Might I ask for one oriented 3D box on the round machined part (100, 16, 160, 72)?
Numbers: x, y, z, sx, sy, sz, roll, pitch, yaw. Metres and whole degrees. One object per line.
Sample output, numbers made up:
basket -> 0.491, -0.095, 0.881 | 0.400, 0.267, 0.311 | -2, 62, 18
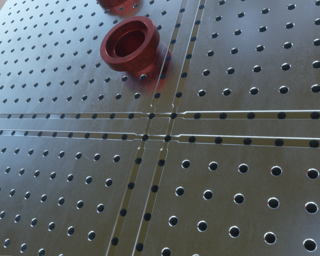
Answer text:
round machined part -> -0.044, -0.130, 0.502 | 0.098, 0.042, 0.098 | -13, 56, 21

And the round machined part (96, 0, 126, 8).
round machined part -> -0.096, -0.296, 0.631 | 0.098, 0.042, 0.098 | -13, 56, 21
